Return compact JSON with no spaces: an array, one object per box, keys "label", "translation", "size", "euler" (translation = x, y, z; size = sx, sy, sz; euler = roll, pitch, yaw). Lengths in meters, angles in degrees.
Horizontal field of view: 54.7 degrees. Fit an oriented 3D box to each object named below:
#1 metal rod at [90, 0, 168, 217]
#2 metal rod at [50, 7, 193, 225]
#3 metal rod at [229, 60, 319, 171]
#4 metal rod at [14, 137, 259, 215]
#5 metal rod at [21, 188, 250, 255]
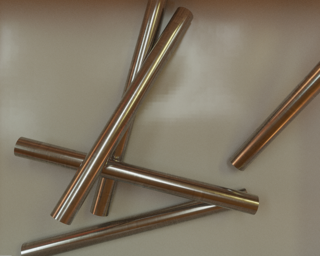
[{"label":"metal rod","translation":[-0.041,-0.031,0.410],"size":[0.025,0.025,0.298],"euler":[15,90,-1]},{"label":"metal rod","translation":[-0.038,-0.026,0.377],"size":[0.025,0.025,0.300],"euler":[30,76,0]},{"label":"metal rod","translation":[0.187,-0.061,0.358],"size":[0.025,0.025,0.298],"euler":[37,112,-1]},{"label":"metal rod","translation":[-0.028,0.060,0.385],"size":[0.302,0.025,0.025],"euler":[14,90,-1]},{"label":"metal rod","translation":[-0.031,0.128,0.411],"size":[0.302,0.025,0.025],"euler":[-14,90,-1]}]
